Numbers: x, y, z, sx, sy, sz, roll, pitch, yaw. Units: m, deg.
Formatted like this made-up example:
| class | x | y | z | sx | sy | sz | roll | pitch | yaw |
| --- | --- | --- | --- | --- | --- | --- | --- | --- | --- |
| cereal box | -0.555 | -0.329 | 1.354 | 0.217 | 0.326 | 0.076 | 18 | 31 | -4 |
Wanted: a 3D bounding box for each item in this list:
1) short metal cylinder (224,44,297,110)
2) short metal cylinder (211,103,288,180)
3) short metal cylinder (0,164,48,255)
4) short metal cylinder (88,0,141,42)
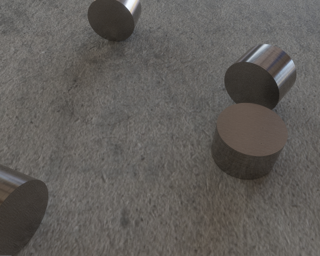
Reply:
| class | x | y | z | sx | sy | sz | roll | pitch | yaw |
| --- | --- | --- | --- | --- | --- | --- | --- | --- | --- |
| short metal cylinder | 0.137 | -0.067 | 0.426 | 0.080 | 0.080 | 0.050 | 33 | 57 | 24 |
| short metal cylinder | 0.106 | 0.015 | 0.375 | 0.081 | 0.050 | 0.080 | 0 | 50 | 0 |
| short metal cylinder | -0.155 | 0.079 | 0.299 | 0.050 | 0.080 | 0.080 | 18 | 52 | 14 |
| short metal cylinder | -0.077 | -0.197 | 0.532 | 0.080 | 0.080 | 0.050 | 9 | 51 | 7 |
